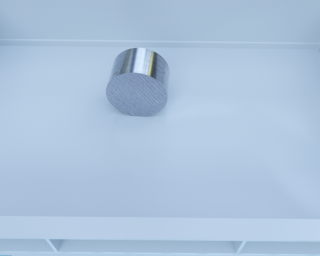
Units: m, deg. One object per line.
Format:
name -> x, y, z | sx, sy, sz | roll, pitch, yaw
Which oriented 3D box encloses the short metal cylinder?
short metal cylinder -> -0.028, -0.061, 0.420 | 0.080, 0.080, 0.050 | 4, 50, 2
